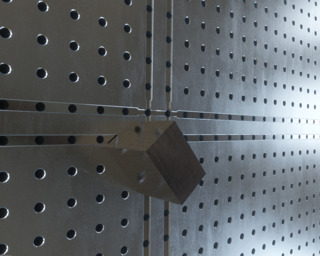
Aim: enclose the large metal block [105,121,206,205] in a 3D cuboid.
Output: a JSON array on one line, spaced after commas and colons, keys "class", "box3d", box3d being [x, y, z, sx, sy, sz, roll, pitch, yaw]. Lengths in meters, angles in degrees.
[{"class": "large metal block", "box3d": [-0.006, 0.038, 0.368, 0.050, 0.080, 0.080, -47, 118, -30]}]
